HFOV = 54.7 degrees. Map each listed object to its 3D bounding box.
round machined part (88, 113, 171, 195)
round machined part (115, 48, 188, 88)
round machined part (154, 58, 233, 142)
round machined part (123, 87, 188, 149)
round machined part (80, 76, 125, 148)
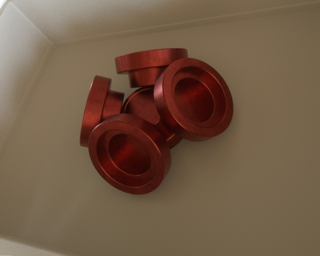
[{"bbox_3d":[-0.032,0.027,0.367,0.098,0.097,0.042,-1,25,27],"label":"round machined part"},{"bbox_3d":[-0.010,-0.079,0.420,0.098,0.098,0.042,-3,98,26],"label":"round machined part"},{"bbox_3d":[0.036,-0.030,0.369,0.042,0.099,0.098,-33,40,55],"label":"round machined part"},{"bbox_3d":[-0.012,-0.017,0.408,0.098,0.042,0.098,-13,56,20],"label":"round machined part"},{"bbox_3d":[-0.075,-0.019,0.418,0.042,0.098,0.098,12,62,-8],"label":"round machined part"}]
